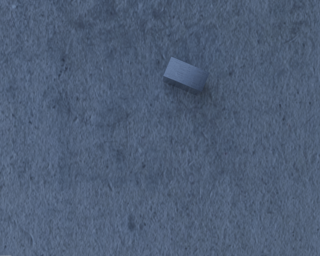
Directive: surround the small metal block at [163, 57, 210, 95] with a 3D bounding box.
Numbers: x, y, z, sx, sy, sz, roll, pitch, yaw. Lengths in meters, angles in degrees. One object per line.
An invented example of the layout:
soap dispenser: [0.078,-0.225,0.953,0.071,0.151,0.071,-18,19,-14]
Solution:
small metal block: [0.032,-0.065,0.398,0.050,0.050,0.025,22,90,-1]
